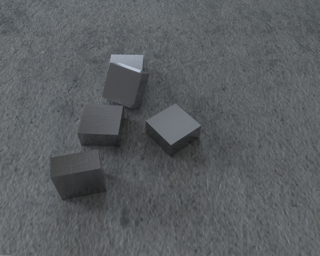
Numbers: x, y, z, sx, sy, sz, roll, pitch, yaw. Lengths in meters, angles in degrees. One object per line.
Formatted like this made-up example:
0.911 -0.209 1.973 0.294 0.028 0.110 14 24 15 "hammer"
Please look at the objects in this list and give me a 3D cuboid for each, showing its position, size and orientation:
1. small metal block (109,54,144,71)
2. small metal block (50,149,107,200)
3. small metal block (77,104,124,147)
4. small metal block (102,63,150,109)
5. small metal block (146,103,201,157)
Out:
-0.051 -0.087 0.476 0.050 0.025 0.050 1 50 0 "small metal block"
-0.088 0.052 0.342 0.050 0.050 0.025 -10 51 -9 "small metal block"
-0.075 -0.004 0.405 0.050 0.025 0.050 2 50 1 "small metal block"
-0.048 -0.060 0.433 0.050 0.050 0.025 22 18 17 "small metal block"
0.017 0.002 0.402 0.050 0.025 0.050 -31 57 -24 "small metal block"
